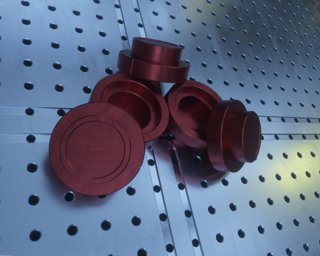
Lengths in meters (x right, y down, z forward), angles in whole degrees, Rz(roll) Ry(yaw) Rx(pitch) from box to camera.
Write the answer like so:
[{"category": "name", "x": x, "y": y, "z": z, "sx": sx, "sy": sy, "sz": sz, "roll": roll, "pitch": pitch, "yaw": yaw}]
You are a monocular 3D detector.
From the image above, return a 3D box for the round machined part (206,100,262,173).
[{"category": "round machined part", "x": 0.104, "y": 0.011, "z": 0.414, "sx": 0.099, "sy": 0.042, "sz": 0.097, "roll": -3, "pitch": 94, "yaw": -53}]

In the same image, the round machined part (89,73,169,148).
[{"category": "round machined part", "x": -0.042, "y": -0.016, "z": 0.385, "sx": 0.099, "sy": 0.042, "sz": 0.098, "roll": 14, "pitch": 56, "yaw": -21}]

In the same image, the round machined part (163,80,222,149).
[{"category": "round machined part", "x": 0.045, "y": -0.015, "z": 0.432, "sx": 0.099, "sy": 0.042, "sz": 0.098, "roll": 14, "pitch": 56, "yaw": -21}]

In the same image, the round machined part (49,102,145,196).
[{"category": "round machined part", "x": -0.064, "y": 0.021, "z": 0.321, "sx": 0.099, "sy": 0.042, "sz": 0.097, "roll": 0, "pitch": 89, "yaw": -6}]

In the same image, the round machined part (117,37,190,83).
[{"category": "round machined part", "x": -0.007, "y": -0.096, "z": 0.421, "sx": 0.099, "sy": 0.042, "sz": 0.098, "roll": 11, "pitch": 21, "yaw": -4}]
